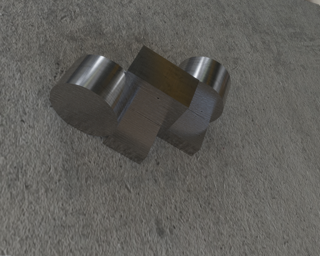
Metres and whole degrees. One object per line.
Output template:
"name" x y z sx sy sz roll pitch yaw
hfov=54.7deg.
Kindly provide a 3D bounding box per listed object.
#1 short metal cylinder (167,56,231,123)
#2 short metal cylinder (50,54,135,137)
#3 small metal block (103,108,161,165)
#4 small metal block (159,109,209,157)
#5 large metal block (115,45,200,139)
"short metal cylinder" 0.053 -0.051 0.430 0.080 0.080 0.050 31 52 -9
"short metal cylinder" -0.075 -0.035 0.351 0.080 0.080 0.050 31 52 -9
"small metal block" -0.034 0.009 0.382 0.050 0.025 0.050 31 52 -8
"small metal block" 0.034 0.003 0.422 0.050 0.025 0.050 31 52 -8
"large metal block" -0.010 -0.042 0.391 0.080 0.080 0.050 31 52 -9
